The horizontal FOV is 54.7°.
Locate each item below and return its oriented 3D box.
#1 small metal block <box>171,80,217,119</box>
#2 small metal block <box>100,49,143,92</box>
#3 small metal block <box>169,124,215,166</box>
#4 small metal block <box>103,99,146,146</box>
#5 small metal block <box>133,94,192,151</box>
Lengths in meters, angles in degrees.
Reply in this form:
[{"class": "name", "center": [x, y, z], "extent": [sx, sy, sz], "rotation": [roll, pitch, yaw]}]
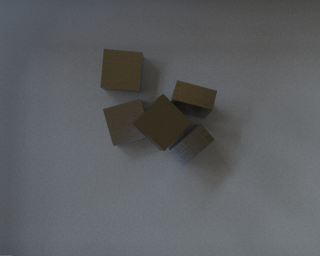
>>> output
[{"class": "small metal block", "center": [0.041, -0.035, 0.397], "extent": [0.050, 0.050, 0.025], "rotation": [15, 78, -1]}, {"class": "small metal block", "center": [-0.049, -0.075, 0.411], "extent": [0.050, 0.025, 0.050], "rotation": [5, 90, -1]}, {"class": "small metal block", "center": [0.039, 0.021, 0.400], "extent": [0.050, 0.050, 0.025], "rotation": [-40, 90, 0]}, {"class": "small metal block", "center": [-0.043, -0.007, 0.411], "extent": [0.050, 0.025, 0.050], "rotation": [-16, 90, -1]}, {"class": "small metal block", "center": [0.002, -0.006, 0.390], "extent": [0.050, 0.025, 0.050], "rotation": [45, 79, -8]}]
